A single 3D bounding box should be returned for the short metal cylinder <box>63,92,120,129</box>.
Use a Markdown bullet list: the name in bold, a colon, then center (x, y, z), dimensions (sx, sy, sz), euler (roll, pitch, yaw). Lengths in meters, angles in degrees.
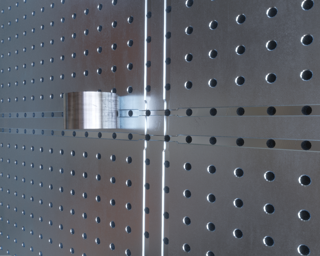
- **short metal cylinder**: center (-0.099, -0.023, 0.453), dimensions (0.080, 0.081, 0.050), euler (-2, 89, 39)
